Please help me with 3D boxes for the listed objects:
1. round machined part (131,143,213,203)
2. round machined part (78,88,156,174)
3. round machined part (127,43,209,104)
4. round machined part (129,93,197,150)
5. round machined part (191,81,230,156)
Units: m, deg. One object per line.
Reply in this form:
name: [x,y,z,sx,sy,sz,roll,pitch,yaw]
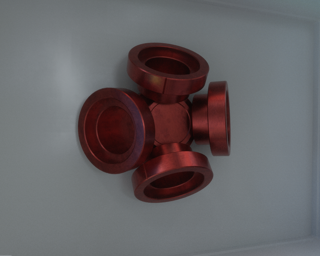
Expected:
round machined part: [0.013,0.054,0.385,0.099,0.097,0.042,-1,55,-20]
round machined part: [-0.046,0.002,0.364,0.042,0.098,0.097,-10,95,-58]
round machined part: [0.008,-0.066,0.384,0.099,0.098,0.042,-4,129,-20]
round machined part: [0.005,-0.006,0.402,0.099,0.042,0.097,0,90,-21]
round machined part: [0.068,-0.012,0.407,0.042,0.098,0.097,-2,91,16]
